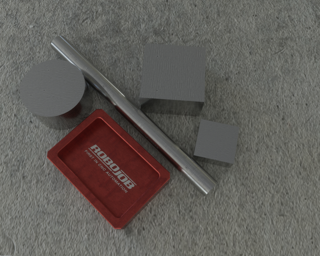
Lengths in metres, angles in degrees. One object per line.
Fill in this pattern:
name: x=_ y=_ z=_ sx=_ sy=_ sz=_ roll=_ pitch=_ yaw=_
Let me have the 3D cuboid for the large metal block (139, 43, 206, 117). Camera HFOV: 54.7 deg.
large metal block: x=0.018 y=-0.064 z=0.420 sx=0.081 sy=0.050 sz=0.080 roll=4 pitch=70 yaw=1

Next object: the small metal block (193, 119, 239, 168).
small metal block: x=0.072 y=0.020 z=0.403 sx=0.050 sy=0.025 sz=0.050 roll=12 pitch=70 yaw=4

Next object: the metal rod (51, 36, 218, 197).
metal rod: x=-0.043 y=-0.024 z=0.417 sx=0.025 sy=0.025 sz=0.300 roll=-43 pitch=76 yaw=-14

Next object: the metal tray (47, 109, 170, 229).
metal tray: x=-0.063 y=0.049 z=0.388 sx=0.130 sy=0.030 sz=0.090 roll=42 pitch=75 yaw=13

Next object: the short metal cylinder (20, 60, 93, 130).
short metal cylinder: x=-0.134 y=-0.043 z=0.410 sx=0.081 sy=0.050 sz=0.080 roll=0 pitch=70 yaw=0
